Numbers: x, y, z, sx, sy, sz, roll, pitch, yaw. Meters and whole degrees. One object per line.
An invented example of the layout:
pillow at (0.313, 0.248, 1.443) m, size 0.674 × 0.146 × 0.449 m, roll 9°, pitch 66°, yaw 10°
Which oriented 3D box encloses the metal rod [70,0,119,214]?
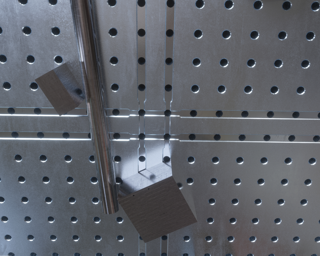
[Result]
metal rod at (-0.082, -0.020, 0.404) m, size 0.025 × 0.025 × 0.298 m, roll -4°, pitch 110°, yaw 1°

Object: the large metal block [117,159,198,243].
large metal block at (-0.003, 0.102, 0.438) m, size 0.080 × 0.050 × 0.080 m, roll -25°, pitch 109°, yaw 8°

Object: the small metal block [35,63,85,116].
small metal block at (-0.120, -0.048, 0.381) m, size 0.025 × 0.050 × 0.050 m, roll -27°, pitch 108°, yaw 9°
